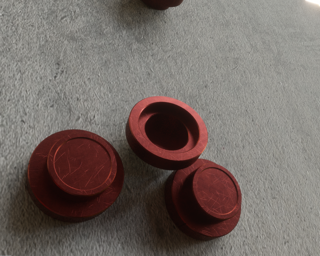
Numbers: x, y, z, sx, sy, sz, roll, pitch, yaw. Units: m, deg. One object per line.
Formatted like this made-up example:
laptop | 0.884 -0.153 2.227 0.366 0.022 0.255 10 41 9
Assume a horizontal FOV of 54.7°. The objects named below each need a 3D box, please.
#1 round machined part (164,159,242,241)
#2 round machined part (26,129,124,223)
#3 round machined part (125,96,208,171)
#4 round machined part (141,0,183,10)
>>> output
round machined part | 0.058 0.082 0.374 0.099 0.042 0.098 14 56 -21
round machined part | -0.084 0.044 0.321 0.099 0.042 0.098 14 56 -21
round machined part | 0.006 0.010 0.382 0.099 0.042 0.098 11 49 -13
round machined part | -0.003 -0.247 0.541 0.099 0.042 0.098 14 56 -21
